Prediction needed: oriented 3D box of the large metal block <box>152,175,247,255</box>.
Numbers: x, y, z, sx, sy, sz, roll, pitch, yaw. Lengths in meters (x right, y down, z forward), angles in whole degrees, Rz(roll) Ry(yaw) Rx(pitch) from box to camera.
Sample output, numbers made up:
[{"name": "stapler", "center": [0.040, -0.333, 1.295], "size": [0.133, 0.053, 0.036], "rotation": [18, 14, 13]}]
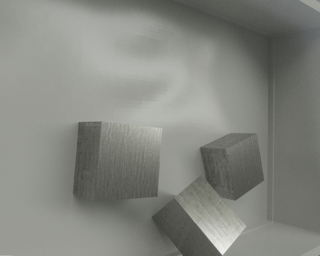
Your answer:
[{"name": "large metal block", "center": [0.046, 0.118, 0.391], "size": [0.050, 0.080, 0.080], "rotation": [-33, 77, -35]}]

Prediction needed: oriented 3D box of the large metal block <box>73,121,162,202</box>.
[{"name": "large metal block", "center": [-0.047, 0.036, 0.353], "size": [0.081, 0.050, 0.080], "rotation": [7, 86, -40]}]

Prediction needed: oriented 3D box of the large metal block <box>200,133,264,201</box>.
[{"name": "large metal block", "center": [0.116, 0.057, 0.490], "size": [0.081, 0.050, 0.079], "rotation": [-20, 103, -39]}]
